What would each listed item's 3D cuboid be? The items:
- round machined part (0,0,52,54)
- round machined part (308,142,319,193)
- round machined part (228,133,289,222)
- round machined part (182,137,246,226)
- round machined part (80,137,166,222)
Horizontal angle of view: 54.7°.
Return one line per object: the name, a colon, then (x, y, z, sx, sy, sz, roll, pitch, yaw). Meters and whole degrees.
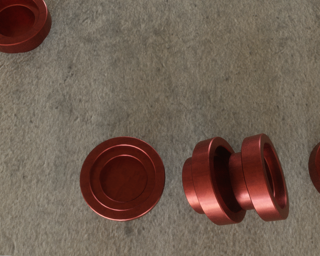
round machined part: (-0.207, -0.150, 0.451, 0.099, 0.042, 0.098, 0, 70, -1)
round machined part: (0.243, 0.050, 0.384, 0.099, 0.042, 0.098, 0, 70, -1)
round machined part: (0.112, 0.058, 0.359, 0.042, 0.098, 0.098, -18, 67, 29)
round machined part: (0.061, 0.062, 0.358, 0.042, 0.098, 0.098, -19, 67, 31)
round machined part: (-0.043, 0.063, 0.376, 0.099, 0.042, 0.098, 0, 70, -1)
